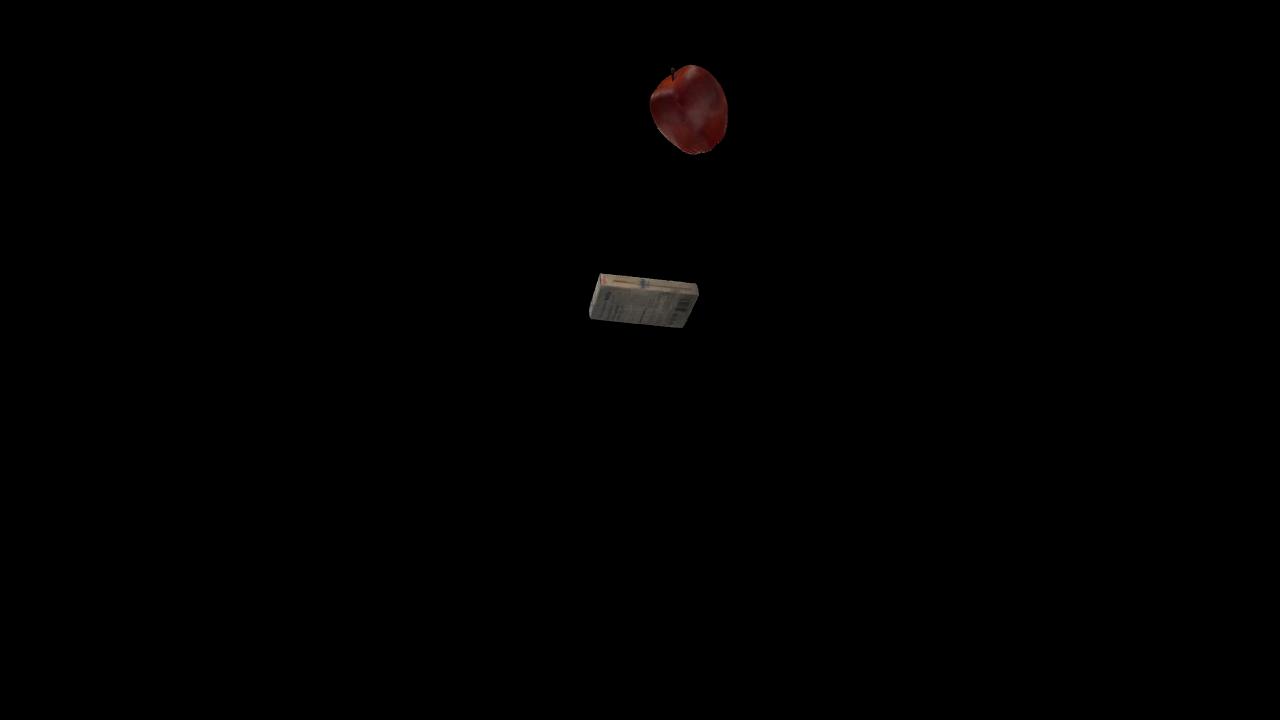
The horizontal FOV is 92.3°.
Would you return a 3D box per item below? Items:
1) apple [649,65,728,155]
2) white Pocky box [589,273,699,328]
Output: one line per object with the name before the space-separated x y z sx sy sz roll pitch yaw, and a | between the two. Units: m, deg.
apple | 0.055 -0.272 0.668 0.079 0.079 0.093 0 -43 45
white Pocky box | 0.005 -0.089 0.942 0.154 0.028 0.084 5 -35 -15
